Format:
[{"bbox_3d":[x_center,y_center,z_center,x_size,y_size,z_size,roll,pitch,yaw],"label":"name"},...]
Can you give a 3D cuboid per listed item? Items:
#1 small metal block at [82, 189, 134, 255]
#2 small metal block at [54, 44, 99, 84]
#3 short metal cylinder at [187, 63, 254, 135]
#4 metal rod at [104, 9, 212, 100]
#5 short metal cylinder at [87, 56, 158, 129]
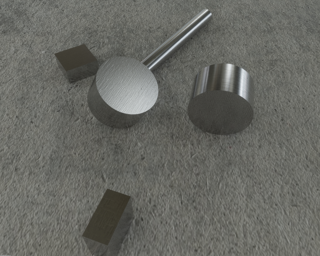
[{"bbox_3d":[-0.049,0.097,0.305,0.025,0.050,0.050,16,52,12],"label":"small metal block"},{"bbox_3d":[-0.130,-0.102,0.487,0.050,0.025,0.050,-26,55,-20],"label":"small metal block"},{"bbox_3d":[0.079,-0.036,0.399,0.080,0.080,0.050,9,51,7],"label":"short metal cylinder"},{"bbox_3d":[0.000,-0.118,0.501,0.025,0.025,0.301,28,55,21],"label":"metal rod"},{"bbox_3d":[-0.049,-0.045,0.403,0.081,0.050,0.080,10,66,-22],"label":"short metal cylinder"}]
